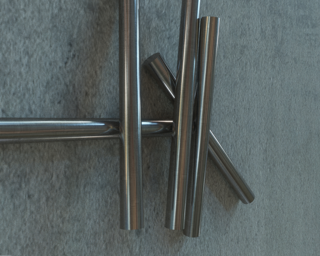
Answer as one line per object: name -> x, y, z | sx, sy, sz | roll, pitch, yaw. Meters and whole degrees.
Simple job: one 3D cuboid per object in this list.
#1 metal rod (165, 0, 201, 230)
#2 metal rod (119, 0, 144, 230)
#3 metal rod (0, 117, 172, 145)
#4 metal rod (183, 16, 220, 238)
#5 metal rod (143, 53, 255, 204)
metal rod -> 0.030, -0.024, 0.398 | 0.025, 0.025, 0.298 | 8, 85, -40
metal rod -> -0.034, -0.042, 0.351 | 0.025, 0.025, 0.298 | 6, 78, -40
metal rod -> -0.085, 0.001, 0.334 | 0.302, 0.025, 0.025 | -1, 91, -40
metal rod -> 0.056, 0.005, 0.424 | 0.025, 0.025, 0.298 | -4, 101, -40
metal rod -> 0.071, 0.016, 0.466 | 0.300, 0.025, 0.025 | 52, 59, -27
